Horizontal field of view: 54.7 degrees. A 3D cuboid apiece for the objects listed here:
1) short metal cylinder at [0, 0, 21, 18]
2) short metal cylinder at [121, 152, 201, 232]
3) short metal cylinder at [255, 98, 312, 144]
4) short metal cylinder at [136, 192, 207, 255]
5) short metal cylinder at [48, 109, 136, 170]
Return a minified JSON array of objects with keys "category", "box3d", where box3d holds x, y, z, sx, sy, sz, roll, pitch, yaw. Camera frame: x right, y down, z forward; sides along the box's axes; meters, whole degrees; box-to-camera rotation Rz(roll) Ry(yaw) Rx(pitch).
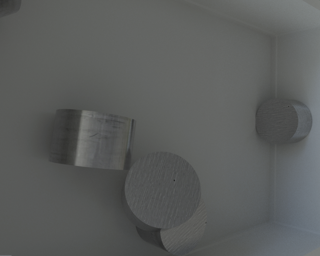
[{"category":"short metal cylinder","box3d":[-0.155,-0.122,0.240,0.050,0.080,0.080,-38,113,-34]},{"category":"short metal cylinder","box3d":[-0.001,0.072,0.343,0.081,0.050,0.080,4,67,-10]},{"category":"short metal cylinder","box3d":[0.221,-0.012,0.556,0.050,0.080,0.080,0,90,-40]},{"category":"short metal cylinder","box3d":[0.015,0.117,0.403,0.081,0.050,0.080,0,90,-40]},{"category":"short metal cylinder","box3d":[-0.067,0.013,0.314,0.081,0.080,0.050,11,83,-40]}]
